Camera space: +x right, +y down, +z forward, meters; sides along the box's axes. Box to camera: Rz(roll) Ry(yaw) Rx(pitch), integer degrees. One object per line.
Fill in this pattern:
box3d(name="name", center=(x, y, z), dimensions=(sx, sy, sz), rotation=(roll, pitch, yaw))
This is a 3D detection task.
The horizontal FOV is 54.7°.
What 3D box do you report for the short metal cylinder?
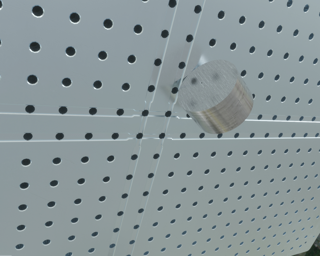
box3d(name="short metal cylinder", center=(0.070, -0.039, 0.392), dimensions=(0.080, 0.080, 0.050), rotation=(-44, 130, 2))
